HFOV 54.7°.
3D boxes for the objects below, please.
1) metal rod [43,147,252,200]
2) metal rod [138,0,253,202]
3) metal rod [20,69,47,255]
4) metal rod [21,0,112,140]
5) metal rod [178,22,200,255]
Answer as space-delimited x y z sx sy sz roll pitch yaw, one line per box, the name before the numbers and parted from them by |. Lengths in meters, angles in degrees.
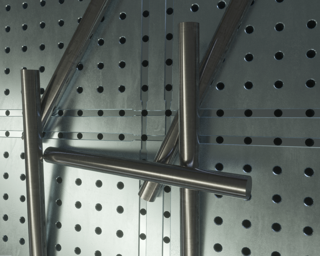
metal rod | -0.038 0.051 0.395 0.300 0.025 0.025 5 92 30
metal rod | 0.045 -0.040 0.396 0.025 0.025 0.298 28 99 17
metal rod | -0.186 0.065 0.458 0.025 0.025 0.298 3 97 19
metal rod | -0.128 -0.107 0.456 0.025 0.025 0.299 34 101 16
metal rod | 0.036 0.027 0.379 0.025 0.025 0.298 2 98 19
